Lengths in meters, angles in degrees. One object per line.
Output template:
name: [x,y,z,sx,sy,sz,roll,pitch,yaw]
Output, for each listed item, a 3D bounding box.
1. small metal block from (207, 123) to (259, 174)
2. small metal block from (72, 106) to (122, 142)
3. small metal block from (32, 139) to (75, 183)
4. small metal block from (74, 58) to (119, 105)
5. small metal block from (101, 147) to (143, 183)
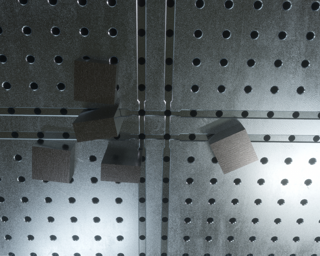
small metal block: [0.100,0.028,0.425,0.050,0.025,0.050,-25,109,8]
small metal block: [-0.078,-0.006,0.397,0.050,0.050,0.025,-8,110,2]
small metal block: [-0.147,0.046,0.428,0.050,0.025,0.050,8,110,-4]
small metal block: [-0.080,-0.059,0.390,0.050,0.025,0.050,6,110,-3]
small metal block: [-0.050,0.049,0.418,0.050,0.050,0.025,4,110,-2]
